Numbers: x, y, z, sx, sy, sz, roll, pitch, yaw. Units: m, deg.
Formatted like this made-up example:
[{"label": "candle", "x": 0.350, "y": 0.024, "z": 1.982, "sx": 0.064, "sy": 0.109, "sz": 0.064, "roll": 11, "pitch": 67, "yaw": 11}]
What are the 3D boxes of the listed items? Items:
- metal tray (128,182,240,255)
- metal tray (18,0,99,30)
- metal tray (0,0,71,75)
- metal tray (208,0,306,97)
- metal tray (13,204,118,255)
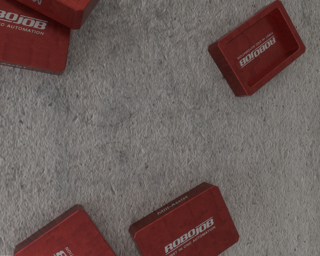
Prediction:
[{"label": "metal tray", "x": 0.035, "y": 0.143, "z": 0.419, "sx": 0.131, "sy": 0.030, "sz": 0.090, "roll": -27, "pitch": 99, "yaw": -18}, {"label": "metal tray", "x": -0.127, "y": -0.173, "z": 0.332, "sx": 0.131, "sy": 0.030, "sz": 0.090, "roll": 26, "pitch": 59, "yaw": -10}, {"label": "metal tray", "x": -0.168, "y": -0.116, "z": 0.344, "sx": 0.131, "sy": 0.030, "sz": 0.089, "roll": 8, "pitch": 87, "yaw": -20}, {"label": "metal tray", "x": 0.146, "y": -0.117, "z": 0.459, "sx": 0.131, "sy": 0.030, "sz": 0.090, "roll": -38, "pitch": 102, "yaw": -16}, {"label": "metal tray", "x": -0.098, "y": 0.170, "z": 0.370, "sx": 0.090, "sy": 0.030, "sz": 0.130, "roll": -34, "pitch": 101, "yaw": -17}]
